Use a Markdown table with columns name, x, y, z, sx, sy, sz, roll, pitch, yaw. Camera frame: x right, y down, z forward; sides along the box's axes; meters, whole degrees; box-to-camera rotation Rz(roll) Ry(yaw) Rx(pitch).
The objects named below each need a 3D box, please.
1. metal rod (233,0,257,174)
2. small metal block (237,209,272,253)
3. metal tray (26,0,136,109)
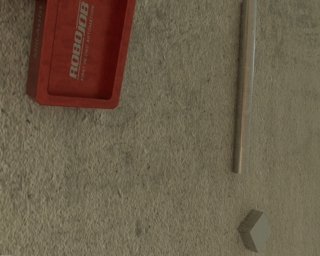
| name | x | y | z | sx | sy | sz | roll | pitch | yaw |
| --- | --- | --- | --- | --- | --- | --- | --- | --- | --- |
| metal rod | 0.146 | -0.072 | 0.529 | 0.025 | 0.025 | 0.298 | 6 | 86 | -40 |
| small metal block | 0.169 | 0.183 | 0.550 | 0.050 | 0.025 | 0.050 | -39 | 114 | -33 |
| metal tray | -0.078 | -0.087 | 0.313 | 0.091 | 0.030 | 0.129 | 1 | 105 | -42 |
